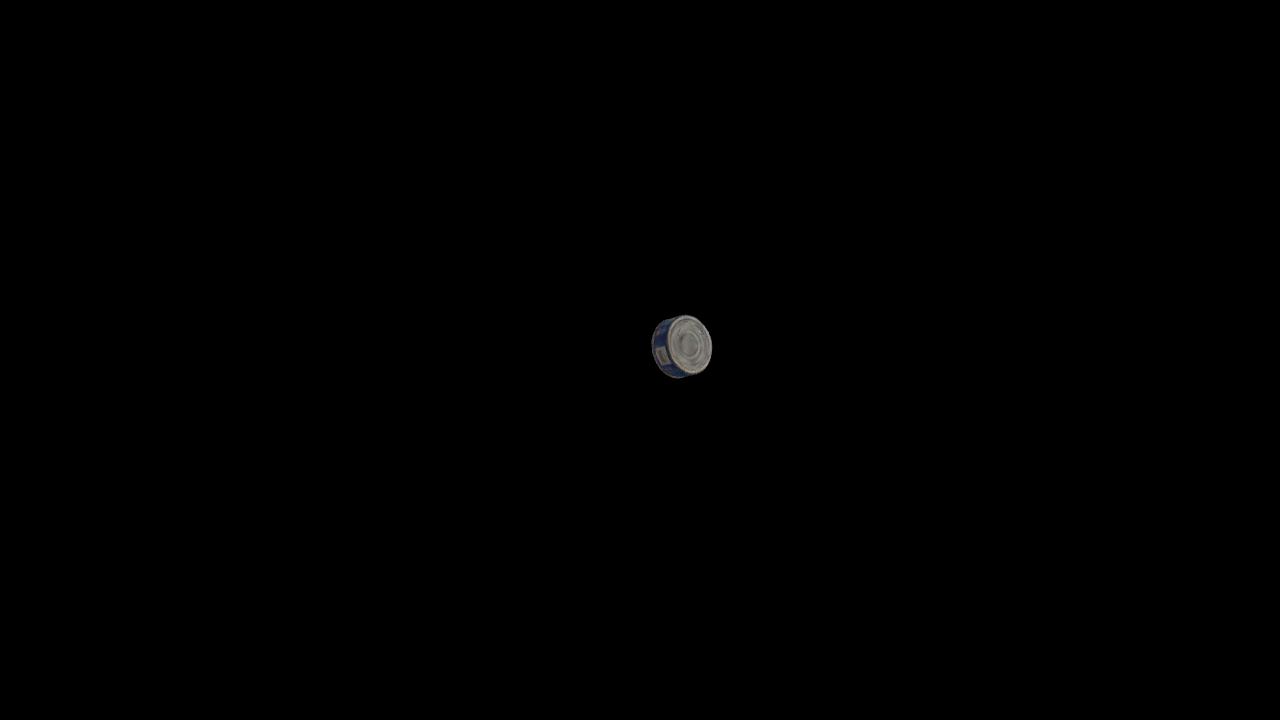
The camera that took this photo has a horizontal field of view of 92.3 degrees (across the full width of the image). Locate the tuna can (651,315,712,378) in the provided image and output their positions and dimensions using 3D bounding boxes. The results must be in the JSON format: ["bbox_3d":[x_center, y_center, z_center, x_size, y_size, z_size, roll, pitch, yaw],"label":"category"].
[{"bbox_3d":[0.058,-0.019,0.837,0.084,0.084,0.034,0,-9,-37],"label":"tuna can"}]
